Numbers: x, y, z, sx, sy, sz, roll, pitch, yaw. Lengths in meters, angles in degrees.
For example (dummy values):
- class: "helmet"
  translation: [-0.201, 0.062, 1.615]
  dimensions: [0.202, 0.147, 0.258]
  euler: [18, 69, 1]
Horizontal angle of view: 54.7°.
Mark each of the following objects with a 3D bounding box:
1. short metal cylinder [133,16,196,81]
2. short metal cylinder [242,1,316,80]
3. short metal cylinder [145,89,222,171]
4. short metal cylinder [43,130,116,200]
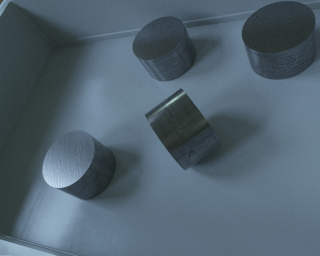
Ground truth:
- class: "short metal cylinder"
  translation: [0.007, -0.116, 0.456]
  dimensions: [0.080, 0.050, 0.080]
  euler: [-13, 56, 20]
- class: "short metal cylinder"
  translation: [0.146, -0.106, 0.378]
  dimensions: [0.080, 0.050, 0.080]
  euler: [-13, 56, 20]
- class: "short metal cylinder"
  translation: [0.027, 0.002, 0.354]
  dimensions: [0.050, 0.080, 0.080]
  euler: [-36, 51, 4]
- class: "short metal cylinder"
  translation: [-0.107, 0.049, 0.414]
  dimensions: [0.080, 0.050, 0.080]
  euler: [-13, 56, 20]
